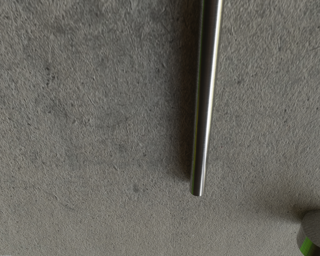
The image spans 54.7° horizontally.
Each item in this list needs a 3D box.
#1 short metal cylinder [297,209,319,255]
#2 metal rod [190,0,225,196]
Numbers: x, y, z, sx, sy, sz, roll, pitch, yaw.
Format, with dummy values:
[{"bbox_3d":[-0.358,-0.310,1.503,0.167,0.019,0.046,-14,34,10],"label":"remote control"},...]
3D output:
[{"bbox_3d":[0.285,0.189,0.537,0.080,0.080,0.050,-4,130,3],"label":"short metal cylinder"},{"bbox_3d":[0.055,-0.015,0.395,0.025,0.025,0.298,-2,130,1],"label":"metal rod"}]
